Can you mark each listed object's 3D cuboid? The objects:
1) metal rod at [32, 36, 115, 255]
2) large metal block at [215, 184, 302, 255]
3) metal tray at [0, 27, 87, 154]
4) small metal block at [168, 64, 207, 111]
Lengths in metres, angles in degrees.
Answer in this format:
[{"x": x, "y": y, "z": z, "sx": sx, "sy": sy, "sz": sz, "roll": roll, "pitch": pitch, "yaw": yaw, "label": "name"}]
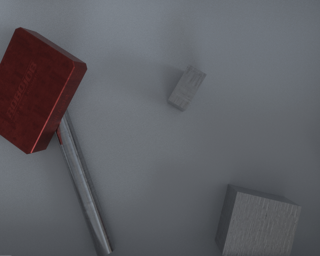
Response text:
[{"x": -0.120, "y": 0.023, "z": 0.409, "sx": 0.025, "sy": 0.025, "sz": 0.298, "roll": -19, "pitch": 90, "yaw": 0, "label": "metal rod"}, {"x": 0.124, "y": 0.125, "z": 0.401, "sx": 0.080, "sy": 0.050, "sz": 0.080, "roll": 13, "pitch": 90, "yaw": -1, "label": "large metal block"}, {"x": -0.160, "y": -0.045, "z": 0.384, "sx": 0.090, "sy": 0.030, "sz": 0.129, "roll": 33, "pitch": 103, "yaw": 10, "label": "metal tray"}, {"x": 0.033, "y": -0.050, "z": 0.399, "sx": 0.025, "sy": 0.050, "sz": 0.050, "roll": 30, "pitch": 90, "yaw": 0, "label": "small metal block"}]
